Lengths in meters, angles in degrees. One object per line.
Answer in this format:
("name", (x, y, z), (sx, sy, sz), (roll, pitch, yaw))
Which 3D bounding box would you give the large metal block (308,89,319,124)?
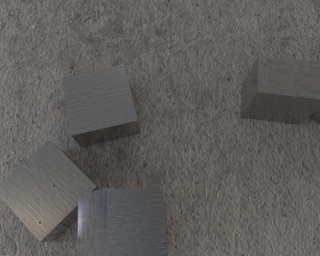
("large metal block", (0.237, -0.052, 0.399), (0.050, 0.080, 0.080), (35, 74, 11))

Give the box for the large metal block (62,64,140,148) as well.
("large metal block", (-0.075, -0.028, 0.404), (0.081, 0.050, 0.080), (-13, 71, -5))

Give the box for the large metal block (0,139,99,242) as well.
("large metal block", (-0.127, 0.075, 0.367), (0.080, 0.050, 0.080), (41, 75, 13))

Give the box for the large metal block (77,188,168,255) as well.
("large metal block", (-0.039, 0.110, 0.332), (0.050, 0.080, 0.080), (-22, 64, 39))

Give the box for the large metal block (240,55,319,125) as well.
("large metal block", (0.154, -0.046, 0.396), (0.080, 0.080, 0.050), (7, 70, 2))
